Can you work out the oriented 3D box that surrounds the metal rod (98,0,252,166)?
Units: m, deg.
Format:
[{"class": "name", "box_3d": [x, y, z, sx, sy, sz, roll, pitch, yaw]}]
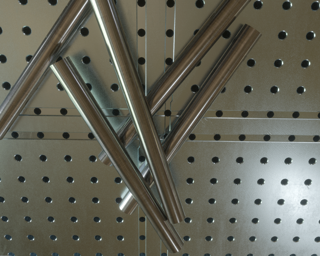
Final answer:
[{"class": "metal rod", "box_3d": [0.019, -0.066, 0.389, 0.025, 0.025, 0.299, 37, 106, -13]}]

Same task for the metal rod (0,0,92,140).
[{"class": "metal rod", "box_3d": [-0.127, -0.101, 0.374, 0.025, 0.025, 0.299, 37, 106, -13]}]

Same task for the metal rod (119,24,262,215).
[{"class": "metal rod", "box_3d": [0.031, 0.000, 0.413, 0.025, 0.025, 0.299, 31, 107, -11]}]

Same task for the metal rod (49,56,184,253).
[{"class": "metal rod", "box_3d": [-0.047, 0.047, 0.402, 0.025, 0.025, 0.299, -26, 108, 9]}]

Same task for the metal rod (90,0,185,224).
[{"class": "metal rod", "box_3d": [-0.022, -0.012, 0.380, 0.025, 0.025, 0.298, -17, 107, 5]}]
